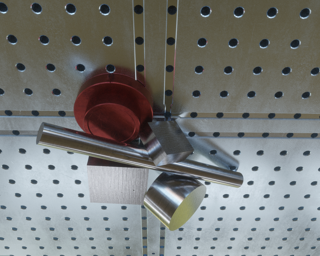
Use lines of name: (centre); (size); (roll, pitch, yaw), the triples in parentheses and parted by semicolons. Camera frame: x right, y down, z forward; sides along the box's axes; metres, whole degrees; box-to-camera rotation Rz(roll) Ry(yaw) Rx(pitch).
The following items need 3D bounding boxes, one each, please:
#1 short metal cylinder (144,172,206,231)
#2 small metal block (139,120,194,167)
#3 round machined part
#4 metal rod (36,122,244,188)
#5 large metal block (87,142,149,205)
short metal cylinder: (0.023, 0.102, 0.454); (0.080, 0.050, 0.080); (-36, 145, -29)
small metal block: (0.008, 0.018, 0.398); (0.050, 0.050, 0.025); (-5, 145, -44)
round machined part: (-0.058, -0.015, 0.387); (0.099, 0.042, 0.097); (-1, 130, 0)
metal rod: (-0.003, 0.043, 0.406); (0.302, 0.025, 0.025); (17, 129, -31)
large metal block: (-0.058, 0.065, 0.446); (0.081, 0.050, 0.079); (4, 130, -4)
